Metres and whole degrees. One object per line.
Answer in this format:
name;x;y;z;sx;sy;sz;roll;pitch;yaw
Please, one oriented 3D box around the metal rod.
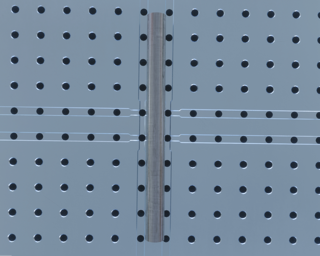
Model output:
metal rod;-0.006;-0.001;0.413;0.025;0.025;0.298;0;90;-1
